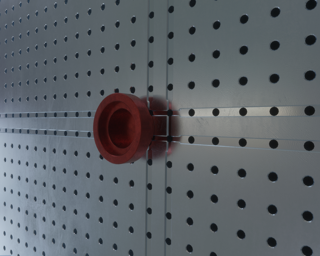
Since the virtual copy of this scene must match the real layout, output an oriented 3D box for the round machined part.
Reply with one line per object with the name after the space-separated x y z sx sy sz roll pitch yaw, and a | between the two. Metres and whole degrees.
-0.047 0.001 0.438 0.098 0.042 0.097 0 90 40 | round machined part
